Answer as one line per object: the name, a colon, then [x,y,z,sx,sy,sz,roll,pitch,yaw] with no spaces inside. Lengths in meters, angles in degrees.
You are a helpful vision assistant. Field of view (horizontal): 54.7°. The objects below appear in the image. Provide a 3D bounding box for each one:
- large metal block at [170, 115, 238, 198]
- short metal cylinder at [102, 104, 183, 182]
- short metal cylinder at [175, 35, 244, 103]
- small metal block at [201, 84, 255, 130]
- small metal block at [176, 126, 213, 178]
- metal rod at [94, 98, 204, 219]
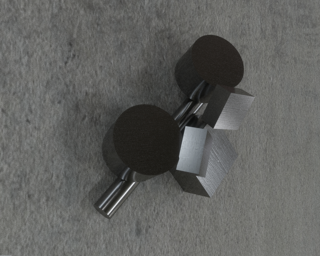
large metal block: [0.055,0.037,0.436,0.080,0.050,0.080,-49,119,-29]
short metal cylinder: [-0.021,0.019,0.356,0.081,0.050,0.080,8,69,-21]
short metal cylinder: [0.068,-0.081,0.430,0.081,0.050,0.080,8,69,-21]
small metal block: [0.088,-0.026,0.401,0.050,0.025,0.050,3,119,-40]
small metal block: [0.042,0.029,0.363,0.050,0.025,0.050,40,62,-69]
metal rod: [0.021,-0.003,0.425,0.301,0.025,0.025,-49,119,-29]
